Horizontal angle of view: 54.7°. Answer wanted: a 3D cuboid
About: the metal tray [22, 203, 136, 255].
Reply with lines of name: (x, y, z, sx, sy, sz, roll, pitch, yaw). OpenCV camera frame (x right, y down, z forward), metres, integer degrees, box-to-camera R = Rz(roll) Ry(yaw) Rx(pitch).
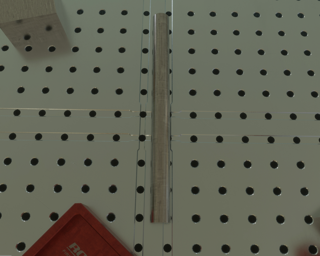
metal tray: (-0.079, 0.161, 0.349, 0.130, 0.030, 0.090, 41, 75, 13)

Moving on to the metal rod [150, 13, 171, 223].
metal rod: (0.001, -0.027, 0.421, 0.025, 0.025, 0.299, 0, 70, 0)

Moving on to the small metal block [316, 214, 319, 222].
small metal block: (0.230, 0.113, 0.373, 0.050, 0.025, 0.050, -34, 74, -12)

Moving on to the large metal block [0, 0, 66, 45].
large metal block: (-0.192, -0.179, 0.461, 0.081, 0.050, 0.080, -13, 71, -5)
